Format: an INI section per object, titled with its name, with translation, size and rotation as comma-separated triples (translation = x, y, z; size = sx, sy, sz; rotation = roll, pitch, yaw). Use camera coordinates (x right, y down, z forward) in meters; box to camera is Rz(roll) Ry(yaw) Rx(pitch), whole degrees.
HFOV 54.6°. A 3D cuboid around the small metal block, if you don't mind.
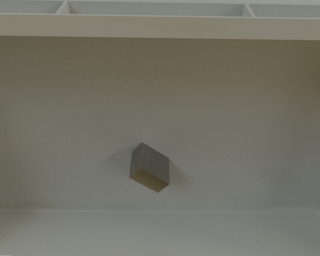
[small metal block]
translation = -0.014, 0.056, 0.440
size = 0.050, 0.050, 0.025
rotation = 33, 123, -25
